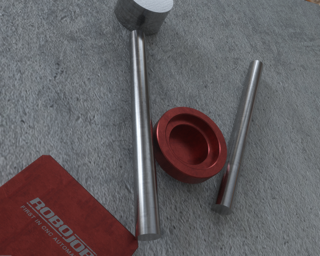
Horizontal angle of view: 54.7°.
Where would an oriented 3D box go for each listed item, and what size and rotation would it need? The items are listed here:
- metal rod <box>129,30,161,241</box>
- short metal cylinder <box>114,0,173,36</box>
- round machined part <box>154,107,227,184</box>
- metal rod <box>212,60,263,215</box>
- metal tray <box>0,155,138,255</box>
[{"bbox_3d":[-0.023,-0.017,0.383,0.025,0.025,0.300,11,51,-22],"label":"metal rod"},{"bbox_3d":[-0.026,-0.195,0.492,0.081,0.050,0.080,14,56,-21],"label":"short metal cylinder"},{"bbox_3d":[0.033,0.025,0.395,0.099,0.042,0.098,14,56,-21],"label":"round machined part"},{"bbox_3d":[0.127,-0.006,0.475,0.025,0.025,0.301,31,52,-8],"label":"metal rod"},{"bbox_3d":[-0.096,0.099,0.288,0.130,0.030,0.090,44,51,2],"label":"metal tray"}]
